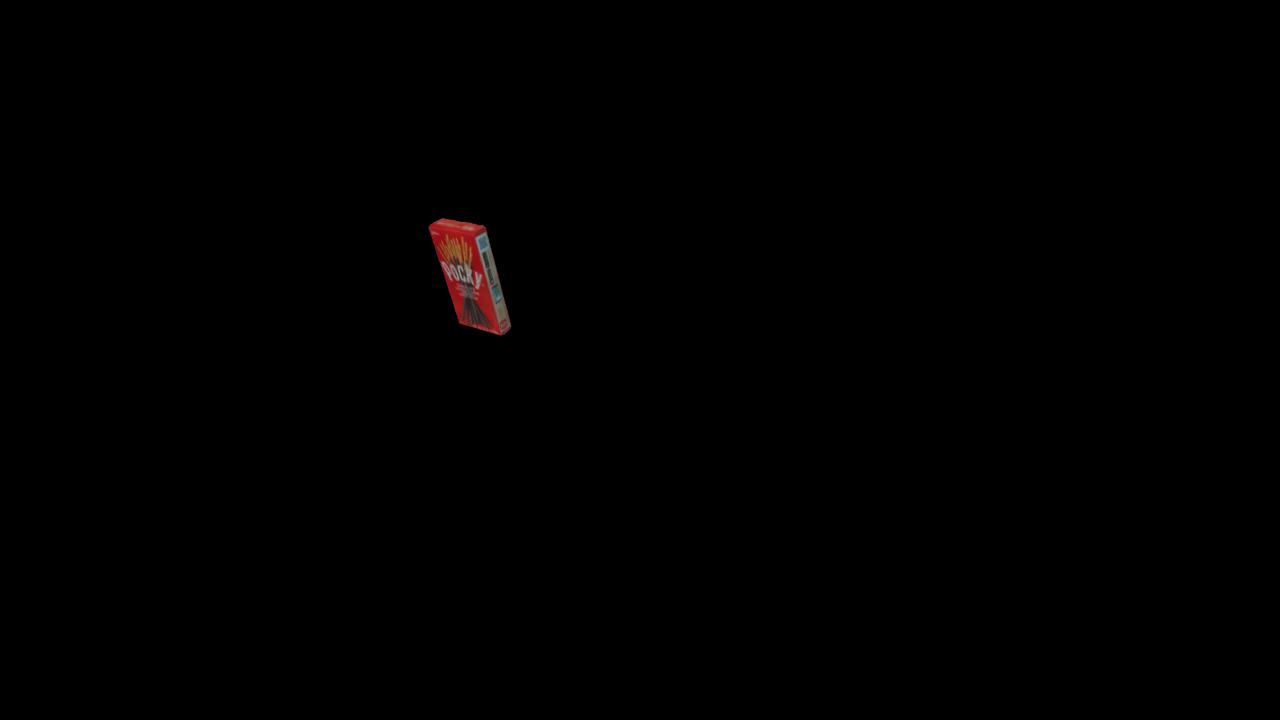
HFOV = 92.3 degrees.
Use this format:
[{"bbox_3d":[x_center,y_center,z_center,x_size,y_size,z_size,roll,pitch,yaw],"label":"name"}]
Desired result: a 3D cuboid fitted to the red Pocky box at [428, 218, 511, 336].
[{"bbox_3d":[-0.227,-0.109,0.826,0.083,0.155,0.028,15,41,28],"label":"red Pocky box"}]
